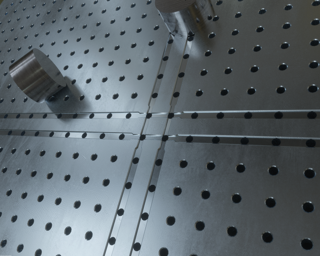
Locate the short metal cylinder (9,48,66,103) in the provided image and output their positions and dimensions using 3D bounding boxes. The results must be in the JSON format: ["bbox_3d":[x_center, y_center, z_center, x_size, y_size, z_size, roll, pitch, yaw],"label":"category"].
[{"bbox_3d":[-0.210,-0.090,0.535,0.050,0.080,0.080,-35,52,5],"label":"short metal cylinder"}]

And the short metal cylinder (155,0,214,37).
[{"bbox_3d":[0.039,-0.192,0.489,0.080,0.050,0.080,-13,56,20],"label":"short metal cylinder"}]
